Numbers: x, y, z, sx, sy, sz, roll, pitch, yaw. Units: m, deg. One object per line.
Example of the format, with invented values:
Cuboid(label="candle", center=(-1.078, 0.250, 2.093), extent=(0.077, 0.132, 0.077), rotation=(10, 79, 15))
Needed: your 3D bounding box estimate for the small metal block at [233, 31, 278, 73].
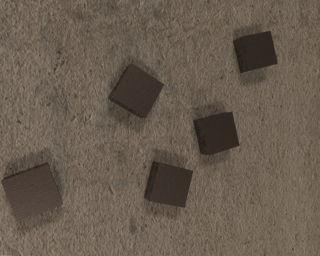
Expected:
Cuboid(label="small metal block", center=(0.143, -0.114, 0.463), extent=(0.050, 0.025, 0.050), rotation=(-16, 96, -20))

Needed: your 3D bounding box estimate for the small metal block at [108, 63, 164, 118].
Cuboid(label="small metal block", center=(-0.031, -0.047, 0.398), extent=(0.050, 0.025, 0.050), rotation=(31, 80, -18))

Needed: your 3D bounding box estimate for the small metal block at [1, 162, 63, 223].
Cuboid(label="small metal block", center=(-0.145, 0.073, 0.356), extent=(0.050, 0.025, 0.050), rotation=(-20, 97, -19))

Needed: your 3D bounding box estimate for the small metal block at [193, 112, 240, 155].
Cuboid(label="small metal block", center=(0.080, 0.007, 0.440), extent=(0.050, 0.025, 0.050), rotation=(-15, 95, -20))

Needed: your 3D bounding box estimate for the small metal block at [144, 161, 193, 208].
Cuboid(label="small metal block", center=(0.011, 0.075, 0.415), extent=(0.050, 0.025, 0.050), rotation=(16, 85, -20))
